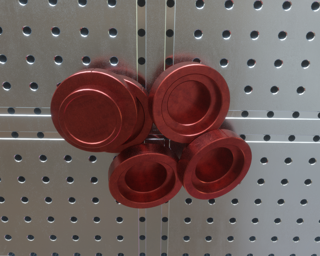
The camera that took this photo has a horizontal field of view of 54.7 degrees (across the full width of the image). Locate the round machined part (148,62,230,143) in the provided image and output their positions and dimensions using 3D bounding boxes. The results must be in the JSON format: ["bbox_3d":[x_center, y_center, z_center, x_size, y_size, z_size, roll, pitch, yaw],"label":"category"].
[{"bbox_3d":[0.033,-0.034,0.383,0.099,0.042,0.097,-6,112,-16],"label":"round machined part"}]

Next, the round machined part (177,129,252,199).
[{"bbox_3d":[0.067,0.043,0.409,0.099,0.042,0.097,-11,123,-18],"label":"round machined part"}]

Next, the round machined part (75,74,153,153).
[{"bbox_3d":[-0.057,-0.021,0.395,0.099,0.042,0.097,0,110,-1],"label":"round machined part"}]

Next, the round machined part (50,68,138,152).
[{"bbox_3d":[-0.075,-0.016,0.352,0.099,0.042,0.097,0,110,-1],"label":"round machined part"}]

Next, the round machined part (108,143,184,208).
[{"bbox_3d":[-0.020,0.059,0.416,0.099,0.042,0.097,-6,125,-8],"label":"round machined part"}]
